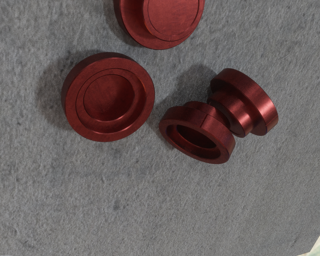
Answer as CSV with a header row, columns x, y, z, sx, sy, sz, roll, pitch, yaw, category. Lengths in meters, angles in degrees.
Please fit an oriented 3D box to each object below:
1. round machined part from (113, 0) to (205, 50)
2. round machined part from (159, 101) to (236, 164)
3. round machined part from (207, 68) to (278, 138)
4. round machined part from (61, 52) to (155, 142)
x,y,z,sx,sy,sz,roll,pitch,yaw,category
0.005,-0.128,0.321,0.099,0.042,0.097,-14,125,-21,round machined part
0.051,0.002,0.399,0.098,0.098,0.042,51,60,-40,round machined part
0.099,-0.025,0.398,0.042,0.098,0.098,-42,130,-6,round machined part
-0.059,-0.036,0.342,0.099,0.042,0.097,-14,125,-21,round machined part
